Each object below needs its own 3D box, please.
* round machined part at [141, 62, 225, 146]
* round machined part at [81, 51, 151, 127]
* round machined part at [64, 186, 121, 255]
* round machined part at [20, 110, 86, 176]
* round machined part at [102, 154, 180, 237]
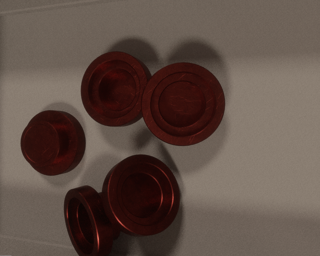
[{"bbox_3d":[0.026,-0.030,0.379,0.099,0.042,0.097,-1,98,-4],"label":"round machined part"},{"bbox_3d":[-0.054,-0.050,0.419,0.098,0.042,0.097,0,90,20],"label":"round machined part"},{"bbox_3d":[-0.088,0.125,0.416,0.098,0.042,0.097,14,109,48],"label":"round machined part"},{"bbox_3d":[-0.164,0.022,0.458,0.098,0.042,0.097,0,90,19],"label":"round machined part"},{"bbox_3d":[-0.027,0.086,0.391,0.042,0.099,0.098,-35,77,52],"label":"round machined part"}]
